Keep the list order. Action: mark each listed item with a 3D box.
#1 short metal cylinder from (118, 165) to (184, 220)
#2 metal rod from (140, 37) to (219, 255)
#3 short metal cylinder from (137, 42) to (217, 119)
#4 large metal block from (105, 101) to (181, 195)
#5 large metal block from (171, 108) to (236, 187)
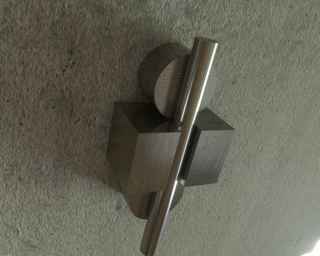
[{"bbox_3d":[-0.013,0.081,0.436,0.081,0.050,0.079,-14,124,-21],"label":"short metal cylinder"},{"bbox_3d":[0.016,0.041,0.377,0.025,0.025,0.298,-1,119,-28],"label":"metal rod"},{"bbox_3d":[0.020,-0.056,0.368,0.081,0.050,0.079,-14,124,-21],"label":"short metal cylinder"},{"bbox_3d":[-0.024,0.021,0.372,0.050,0.080,0.079,-1,119,-28],"label":"large metal block"},{"bbox_3d":[0.044,0.019,0.408,0.050,0.080,0.079,-1,119,-28],"label":"large metal block"}]
